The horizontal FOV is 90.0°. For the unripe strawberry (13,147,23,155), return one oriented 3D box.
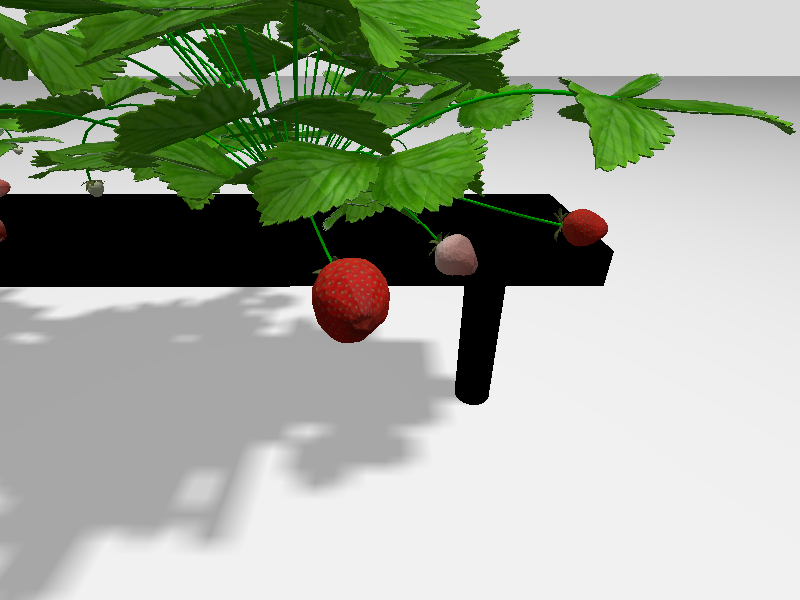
[{"bbox_3d":[-0.514,-0.201,0.539,0.009,0.010,0.010,4,31,6],"label":"unripe strawberry"}]

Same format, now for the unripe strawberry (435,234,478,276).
[{"bbox_3d":[0.037,-0.027,0.255,0.028,0.027,0.026,38,46,25],"label":"unripe strawberry"}]

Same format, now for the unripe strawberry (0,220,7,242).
[{"bbox_3d":[-0.312,-0.053,0.303,0.020,0.023,0.023,-43,10,33],"label":"unripe strawberry"}]

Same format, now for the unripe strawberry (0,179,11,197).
[{"bbox_3d":[-0.412,-0.116,0.410,0.020,0.020,0.019,-13,33,-22],"label":"unripe strawberry"}]

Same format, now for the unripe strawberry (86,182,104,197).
[{"bbox_3d":[-0.299,-0.109,0.394,0.016,0.015,0.014,6,31,10],"label":"unripe strawberry"}]

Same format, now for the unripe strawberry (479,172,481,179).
[{"bbox_3d":[0.079,-0.139,0.444,0.025,0.024,0.023,-17,35,-27],"label":"unripe strawberry"}]

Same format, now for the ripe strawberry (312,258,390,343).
[{"bbox_3d":[-0.022,0.002,0.195,0.039,0.041,0.042,-11,33,-17],"label":"ripe strawberry"}]

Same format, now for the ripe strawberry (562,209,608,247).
[{"bbox_3d":[0.136,-0.054,0.295,0.031,0.027,0.031,9,32,14],"label":"ripe strawberry"}]
